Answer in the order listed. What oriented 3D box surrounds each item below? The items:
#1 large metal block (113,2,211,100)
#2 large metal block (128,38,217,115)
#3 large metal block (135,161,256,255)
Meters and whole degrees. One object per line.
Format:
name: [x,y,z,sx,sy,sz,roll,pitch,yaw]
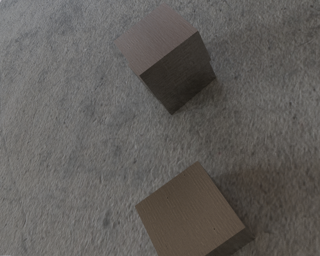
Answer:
large metal block: [0.002,-0.095,0.380,0.080,0.050,0.080,-37,51,3]
large metal block: [0.016,-0.078,0.426,0.080,0.050,0.080,-40,51,0]
large metal block: [0.034,0.094,0.311,0.080,0.050,0.080,-37,51,3]
